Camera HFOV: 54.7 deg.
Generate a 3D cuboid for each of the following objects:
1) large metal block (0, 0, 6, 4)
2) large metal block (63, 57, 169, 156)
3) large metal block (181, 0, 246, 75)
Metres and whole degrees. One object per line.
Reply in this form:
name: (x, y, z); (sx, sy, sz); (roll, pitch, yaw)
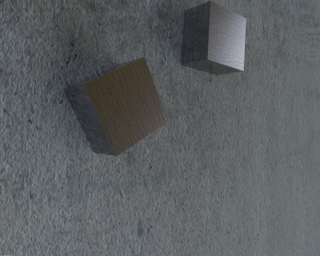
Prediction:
large metal block: (-0.144, -0.162, 0.267); (0.080, 0.050, 0.080); (-52, 121, -27)
large metal block: (-0.047, -0.025, 0.349); (0.081, 0.050, 0.080); (-34, 111, -35)
large metal block: (0.080, -0.127, 0.455); (0.081, 0.050, 0.080); (6, 87, -40)
